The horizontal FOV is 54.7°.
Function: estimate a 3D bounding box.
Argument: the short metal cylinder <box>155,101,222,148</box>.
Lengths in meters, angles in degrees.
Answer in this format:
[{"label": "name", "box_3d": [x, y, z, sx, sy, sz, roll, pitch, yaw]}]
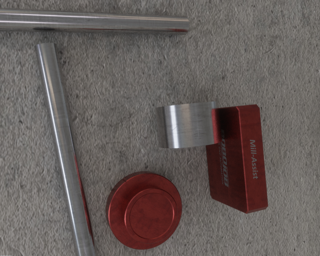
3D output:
[{"label": "short metal cylinder", "box_3d": [0.036, -0.005, 0.393, 0.081, 0.080, 0.050, -7, 93, -20]}]

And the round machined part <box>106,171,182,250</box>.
[{"label": "round machined part", "box_3d": [-0.016, 0.106, 0.394, 0.099, 0.042, 0.097, 0, 90, -20]}]

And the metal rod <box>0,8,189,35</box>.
[{"label": "metal rod", "box_3d": [-0.107, -0.126, 0.369, 0.303, 0.025, 0.025, -5, 92, -20]}]

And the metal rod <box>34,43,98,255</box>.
[{"label": "metal rod", "box_3d": [-0.107, 0.051, 0.369, 0.025, 0.025, 0.298, -11, 94, -20]}]

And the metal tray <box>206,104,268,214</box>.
[{"label": "metal tray", "box_3d": [0.096, 0.037, 0.410, 0.030, 0.090, 0.129, -6, 92, -20]}]
